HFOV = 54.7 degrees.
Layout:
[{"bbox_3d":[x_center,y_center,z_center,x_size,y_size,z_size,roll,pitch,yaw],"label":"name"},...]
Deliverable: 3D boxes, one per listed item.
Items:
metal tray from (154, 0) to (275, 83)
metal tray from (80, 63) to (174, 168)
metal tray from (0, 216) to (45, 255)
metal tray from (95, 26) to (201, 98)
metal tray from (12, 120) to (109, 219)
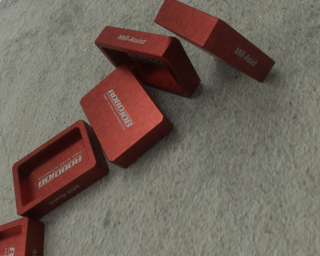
[{"bbox_3d":[0.067,-0.099,0.361,0.090,0.131,0.030,42,109,38],"label":"metal tray"},{"bbox_3d":[-0.051,-0.020,0.431,0.090,0.030,0.130,-39,54,6],"label":"metal tray"},{"bbox_3d":[-0.193,0.187,0.384,0.090,0.030,0.130,-22,54,15],"label":"metal tray"},{"bbox_3d":[-0.017,-0.091,0.425,0.130,0.090,0.030,22,74,35],"label":"metal tray"},{"bbox_3d":[-0.144,0.058,0.438,0.130,0.030,0.090,-33,52,6],"label":"metal tray"}]
